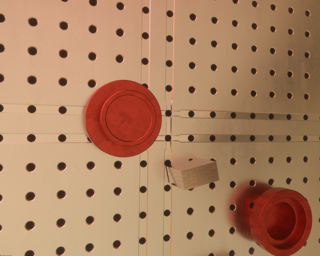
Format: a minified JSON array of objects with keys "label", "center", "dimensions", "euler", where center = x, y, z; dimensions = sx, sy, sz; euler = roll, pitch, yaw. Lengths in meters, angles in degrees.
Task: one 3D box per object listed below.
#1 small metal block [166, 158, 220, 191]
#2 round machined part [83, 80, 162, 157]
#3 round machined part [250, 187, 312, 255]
[{"label":"small metal block","center":[0.043,0.060,0.415],"dimensions":[0.050,0.050,0.025],"euler":[-12,95,-20]},{"label":"round machined part","center":[-0.043,-0.012,0.387],"dimensions":[0.099,0.042,0.097],"euler":[0,90,-20]},{"label":"round machined part","center":[0.177,0.138,0.469],"dimensions":[0.099,0.042,0.097],"euler":[0,90,-20]}]
